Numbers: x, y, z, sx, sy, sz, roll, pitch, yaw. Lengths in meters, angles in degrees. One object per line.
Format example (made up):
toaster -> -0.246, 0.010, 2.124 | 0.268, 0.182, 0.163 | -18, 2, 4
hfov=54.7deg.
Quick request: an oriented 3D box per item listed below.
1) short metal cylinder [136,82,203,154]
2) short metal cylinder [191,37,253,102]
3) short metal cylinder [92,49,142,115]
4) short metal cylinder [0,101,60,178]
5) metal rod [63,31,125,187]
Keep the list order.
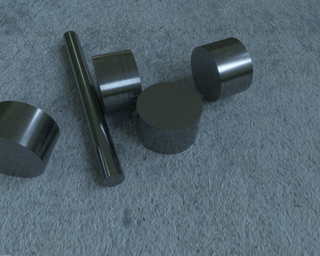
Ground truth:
short metal cylinder -> 0.011, -0.013, 0.396 | 0.081, 0.050, 0.080 | 1, 51, -2
short metal cylinder -> 0.085, -0.082, 0.437 | 0.050, 0.080, 0.080 | -20, 53, -16
short metal cylinder -> -0.058, -0.062, 0.419 | 0.050, 0.080, 0.080 | -14, 52, -11
short metal cylinder -> -0.163, 0.015, 0.354 | 0.080, 0.080, 0.050 | 6, 51, 5
metal rod -> -0.103, -0.048, 0.442 | 0.025, 0.025, 0.300 | -15, 52, -13
